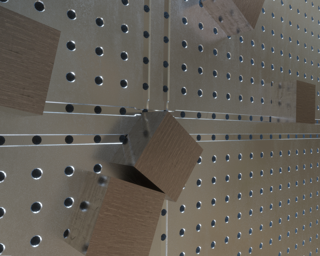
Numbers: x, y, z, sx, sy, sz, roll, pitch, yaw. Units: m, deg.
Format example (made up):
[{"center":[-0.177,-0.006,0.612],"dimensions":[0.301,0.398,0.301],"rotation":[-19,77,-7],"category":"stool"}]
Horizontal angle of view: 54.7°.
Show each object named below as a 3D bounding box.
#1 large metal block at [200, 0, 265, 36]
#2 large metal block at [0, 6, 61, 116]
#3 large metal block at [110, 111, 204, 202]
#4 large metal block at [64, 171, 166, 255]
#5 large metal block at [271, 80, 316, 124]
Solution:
[{"center":[0.120,-0.209,0.496],"dimensions":[0.080,0.050,0.080],"rotation":[36,68,-34],"category":"large metal block"},{"center":[-0.144,-0.058,0.273],"dimensions":[0.081,0.050,0.080],"rotation":[15,80,-39],"category":"large metal block"},{"center":[-0.002,0.035,0.394],"dimensions":[0.080,0.050,0.080],"rotation":[46,62,-31],"category":"large metal block"},{"center":[-0.049,0.101,0.354],"dimensions":[0.080,0.050,0.080],"rotation":[27,73,-37],"category":"large metal block"},{"center":[0.269,-0.049,0.622],"dimensions":[0.081,0.050,0.079],"rotation":[2,89,-40],"category":"large metal block"}]
